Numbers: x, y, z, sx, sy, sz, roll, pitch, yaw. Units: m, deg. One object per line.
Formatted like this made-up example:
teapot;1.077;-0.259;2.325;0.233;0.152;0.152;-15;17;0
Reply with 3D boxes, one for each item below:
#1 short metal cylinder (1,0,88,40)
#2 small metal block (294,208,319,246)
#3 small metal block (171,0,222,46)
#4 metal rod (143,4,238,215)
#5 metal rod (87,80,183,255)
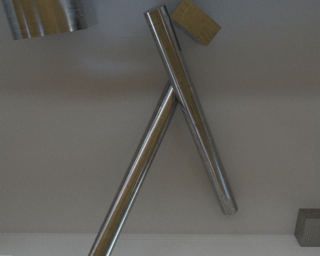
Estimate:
short metal cylinder;-0.123;-0.127;0.334;0.080;0.080;0.050;-8;110;2
small metal block;0.238;0.151;0.470;0.050;0.025;0.050;0;110;-1
small metal block;0.038;-0.120;0.353;0.050;0.050;0.025;35;102;-13
metal rod;0.048;-0.003;0.392;0.025;0.025;0.299;-21;116;7
metal rod;-0.040;0.080;0.377;0.025;0.025;0.299;25;83;-9
